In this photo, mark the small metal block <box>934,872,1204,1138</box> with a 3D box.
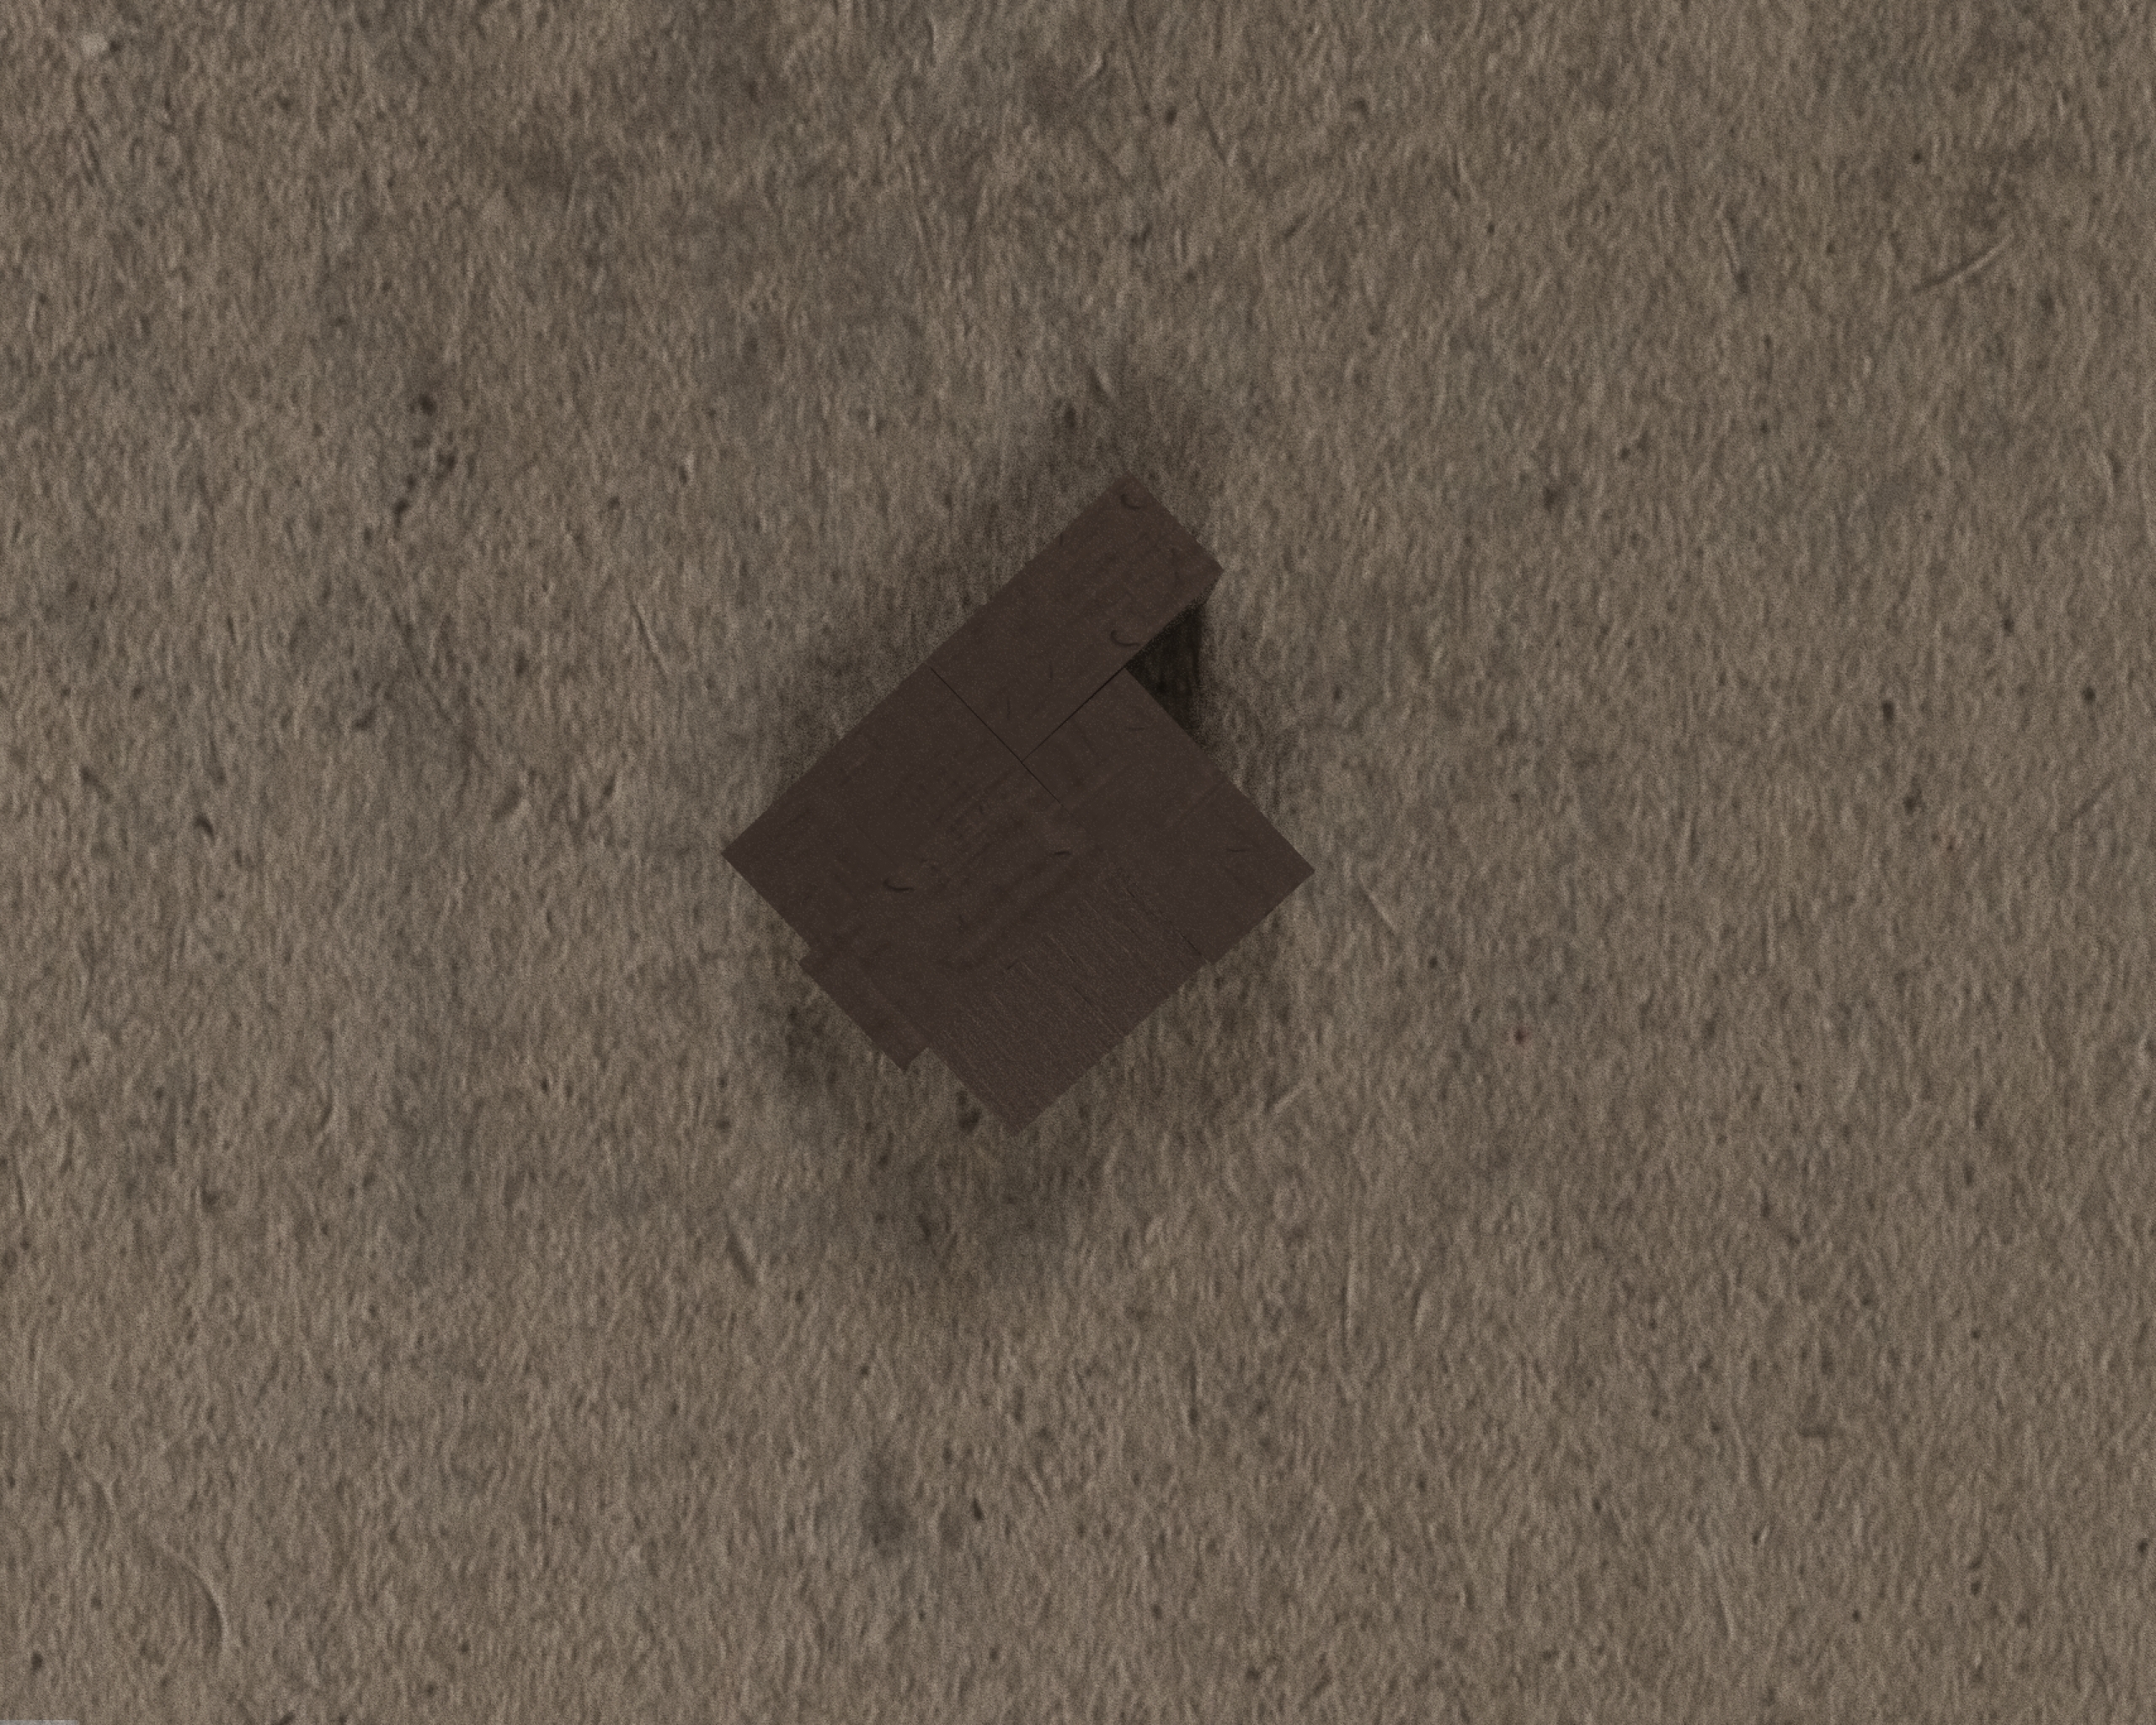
[{"bbox_3d":[-0.011,0.018,0.411,0.050,0.025,0.050,-43,91,0],"label":"small metal block"}]

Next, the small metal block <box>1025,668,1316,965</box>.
[{"bbox_3d":[0.016,-0.008,0.399,0.025,0.050,0.050,-43,91,0],"label":"small metal block"}]

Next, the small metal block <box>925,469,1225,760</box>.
[{"bbox_3d":[-0.001,-0.044,0.398,0.050,0.050,0.025,-43,91,0],"label":"small metal block"}]

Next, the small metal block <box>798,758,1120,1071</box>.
[{"bbox_3d":[-0.020,0.008,0.373,0.050,0.050,0.025,-43,91,0],"label":"small metal block"}]

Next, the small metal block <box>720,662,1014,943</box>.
[{"bbox_3d":[-0.037,-0.010,0.398,0.050,0.050,0.025,-43,91,0],"label":"small metal block"}]
